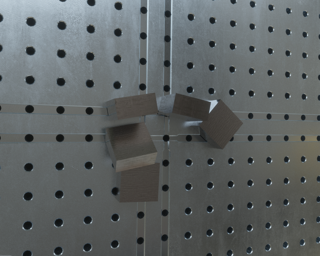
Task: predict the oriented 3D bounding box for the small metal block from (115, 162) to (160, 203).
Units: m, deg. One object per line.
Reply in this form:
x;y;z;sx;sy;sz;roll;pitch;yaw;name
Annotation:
-0.029;0.068;0.403;0.050;0.025;0.050;3;89;-20;small metal block

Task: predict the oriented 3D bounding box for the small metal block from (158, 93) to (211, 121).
0.032;-0.026;0.412;0.050;0.050;0.025;12;86;-20;small metal block

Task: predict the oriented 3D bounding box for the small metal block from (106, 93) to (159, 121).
-0.036;-0.026;0.387;0.050;0.050;0.025;-11;94;-20;small metal block

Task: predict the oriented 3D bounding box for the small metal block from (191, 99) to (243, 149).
0.082;-0.005;0.444;0.050;0.025;0.050;44;76;-15;small metal block

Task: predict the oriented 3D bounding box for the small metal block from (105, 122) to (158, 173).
-0.037;0.023;0.386;0.050;0.025;0.050;-10;52;-20;small metal block
